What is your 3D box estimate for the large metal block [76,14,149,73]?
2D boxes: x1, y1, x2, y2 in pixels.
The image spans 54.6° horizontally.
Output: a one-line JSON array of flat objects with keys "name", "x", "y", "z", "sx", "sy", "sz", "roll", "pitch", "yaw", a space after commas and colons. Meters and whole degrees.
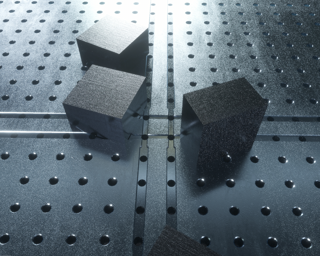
[{"name": "large metal block", "x": -0.074, "y": -0.133, "z": 0.503, "sx": 0.080, "sy": 0.050, "sz": 0.080, "roll": 24, "pitch": 54, "yaw": 19}]

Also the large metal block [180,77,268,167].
[{"name": "large metal block", "x": 0.073, "y": -0.007, "z": 0.378, "sx": 0.081, "sy": 0.080, "sz": 0.050, "roll": -17, "pitch": 52, "yaw": -14}]

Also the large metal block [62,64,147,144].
[{"name": "large metal block", "x": -0.070, "y": -0.034, "z": 0.420, "sx": 0.080, "sy": 0.050, "sz": 0.080, "roll": 15, "pitch": 52, "yaw": 12}]

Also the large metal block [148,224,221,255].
[{"name": "large metal block", "x": 0.020, "y": 0.146, "z": 0.269, "sx": 0.080, "sy": 0.050, "sz": 0.080, "roll": 25, "pitch": 54, "yaw": 19}]
